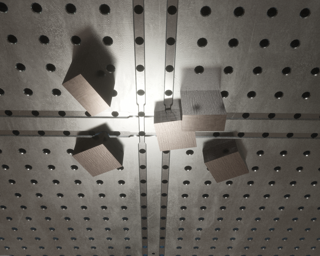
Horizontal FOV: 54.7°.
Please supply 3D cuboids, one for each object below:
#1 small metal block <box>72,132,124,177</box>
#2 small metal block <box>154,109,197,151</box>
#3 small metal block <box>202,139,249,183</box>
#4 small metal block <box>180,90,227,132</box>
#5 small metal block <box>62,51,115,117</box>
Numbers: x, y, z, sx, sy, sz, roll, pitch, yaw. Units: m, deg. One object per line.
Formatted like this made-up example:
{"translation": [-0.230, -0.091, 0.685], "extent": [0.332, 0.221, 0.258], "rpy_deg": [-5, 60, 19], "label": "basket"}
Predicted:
{"translation": [-0.087, 0.039, 0.443], "extent": [0.050, 0.025, 0.050], "rpy_deg": [-21, 127, 17], "label": "small metal block"}
{"translation": [0.021, 0.002, 0.414], "extent": [0.050, 0.025, 0.050], "rpy_deg": [-7, 130, 5], "label": "small metal block"}
{"translation": [0.097, 0.050, 0.456], "extent": [0.050, 0.025, 0.050], "rpy_deg": [-22, 127, 17], "label": "small metal block"}
{"translation": [0.051, -0.022, 0.378], "extent": [0.050, 0.050, 0.025], "rpy_deg": [-1, 130, 0], "label": "small metal block"}
{"translation": [-0.079, -0.050, 0.351], "extent": [0.025, 0.050, 0.050], "rpy_deg": [-25, 126, 19], "label": "small metal block"}
